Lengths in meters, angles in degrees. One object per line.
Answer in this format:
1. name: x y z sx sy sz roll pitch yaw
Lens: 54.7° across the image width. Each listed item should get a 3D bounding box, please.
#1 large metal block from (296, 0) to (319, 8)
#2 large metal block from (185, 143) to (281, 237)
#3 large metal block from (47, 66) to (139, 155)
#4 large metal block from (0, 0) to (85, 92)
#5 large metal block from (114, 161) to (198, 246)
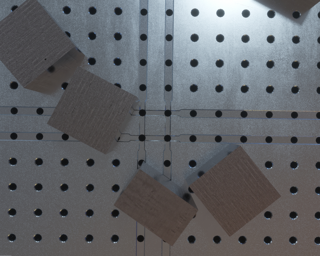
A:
1. large metal block: 0.192 -0.219 0.403 0.080 0.050 0.080 28 90 -1
2. large metal block: 0.091 0.077 0.402 0.080 0.050 0.080 -38 91 0
3. large metal block: -0.083 -0.022 0.400 0.080 0.050 0.080 28 90 -1
4. large metal block: -0.159 -0.104 0.399 0.080 0.050 0.080 -40 91 0
5. large metal block: -0.005 0.089 0.386 0.080 0.080 0.050 36 90 -1
